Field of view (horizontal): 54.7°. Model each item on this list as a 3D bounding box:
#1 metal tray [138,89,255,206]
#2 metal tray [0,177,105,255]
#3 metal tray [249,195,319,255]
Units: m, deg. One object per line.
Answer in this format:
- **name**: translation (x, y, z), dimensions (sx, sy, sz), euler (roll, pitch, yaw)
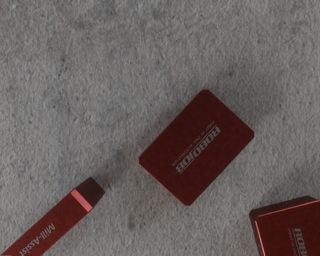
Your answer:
- **metal tray**: translation (0.046, 0.025, 0.408), dimensions (0.090, 0.030, 0.130), euler (43, 90, -1)
- **metal tray**: translation (-0.131, 0.120, 0.375), dimensions (0.130, 0.090, 0.030), euler (-42, 91, 0)
- **metal tray**: translation (0.180, 0.165, 0.410), dimensions (0.091, 0.030, 0.129), euler (-15, 90, -1)
